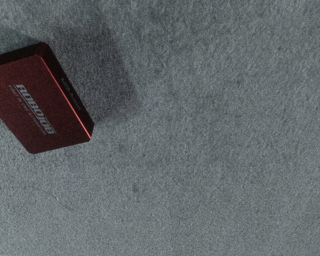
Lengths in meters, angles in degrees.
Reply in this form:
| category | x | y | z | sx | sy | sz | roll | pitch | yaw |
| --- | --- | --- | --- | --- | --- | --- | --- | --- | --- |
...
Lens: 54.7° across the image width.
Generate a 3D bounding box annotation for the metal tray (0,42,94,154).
| category | x | y | z | sx | sy | sz | roll | pitch | yaw |
| --- | --- | --- | --- | --- | --- | --- | --- | --- | --- |
| metal tray | -0.149 | -0.030 | 0.376 | 0.090 | 0.030 | 0.129 | -13 | 129 | 10 |
